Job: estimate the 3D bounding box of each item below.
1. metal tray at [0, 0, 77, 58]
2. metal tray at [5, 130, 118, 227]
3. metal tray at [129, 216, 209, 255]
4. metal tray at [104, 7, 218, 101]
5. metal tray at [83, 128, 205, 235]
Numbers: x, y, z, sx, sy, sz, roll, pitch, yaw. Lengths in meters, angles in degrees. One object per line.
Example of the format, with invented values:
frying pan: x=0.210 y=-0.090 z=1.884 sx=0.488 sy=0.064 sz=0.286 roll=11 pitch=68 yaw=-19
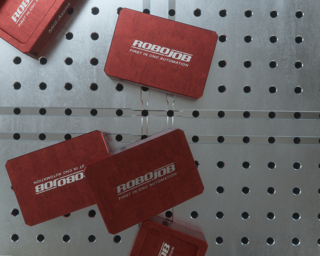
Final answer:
metal tray: x=-0.170 y=-0.171 z=0.409 sx=0.090 sy=0.030 sz=0.130 roll=35 pitch=90 yaw=0
metal tray: x=-0.123 y=0.064 z=0.410 sx=0.131 sy=0.030 sz=0.090 roll=-19 pitch=90 yaw=0
metal tray: x=-0.001 y=0.191 z=0.410 sx=0.090 sy=0.030 sz=0.129 roll=21 pitch=90 yaw=0
metal tray: x=0.002 y=-0.096 z=0.411 sx=0.131 sy=0.030 sz=0.090 roll=15 pitch=90 yaw=0
metal tray: x=-0.019 y=0.064 z=0.391 sx=0.131 sy=0.030 sz=0.090 roll=-22 pitch=97 yaw=-13
